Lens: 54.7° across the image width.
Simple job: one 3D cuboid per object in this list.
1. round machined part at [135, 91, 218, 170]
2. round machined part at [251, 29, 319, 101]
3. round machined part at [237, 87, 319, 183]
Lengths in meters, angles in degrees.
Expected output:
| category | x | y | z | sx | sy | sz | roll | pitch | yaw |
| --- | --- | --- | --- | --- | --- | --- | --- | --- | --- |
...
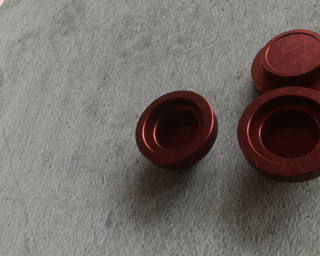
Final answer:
| category | x | y | z | sx | sy | sz | roll | pitch | yaw |
| --- | --- | --- | --- | --- | --- | --- | --- | --- | --- |
| round machined part | 0.023 | 0.006 | 0.377 | 0.098 | 0.042 | 0.098 | -13 | 56 | 21 |
| round machined part | 0.155 | -0.074 | 0.357 | 0.098 | 0.042 | 0.098 | -13 | 56 | 21 |
| round machined part | 0.133 | 0.010 | 0.317 | 0.098 | 0.042 | 0.098 | -13 | 57 | 21 |
